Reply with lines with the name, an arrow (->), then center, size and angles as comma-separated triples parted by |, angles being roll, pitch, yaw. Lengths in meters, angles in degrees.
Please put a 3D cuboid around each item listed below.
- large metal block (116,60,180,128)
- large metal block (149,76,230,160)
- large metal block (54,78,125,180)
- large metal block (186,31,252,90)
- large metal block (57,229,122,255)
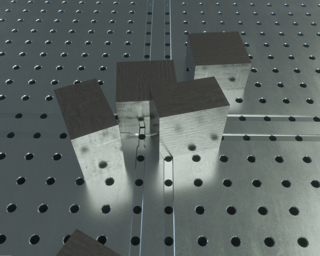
large metal block -> -0.018, -0.049, 0.432 | 0.081, 0.050, 0.080 | -3, 50, -3
large metal block -> 0.032, -0.011, 0.382 | 0.081, 0.080, 0.050 | -11, 51, -9
large metal block -> -0.083, 0.002, 0.369 | 0.050, 0.080, 0.080 | -19, 53, -16
large metal block -> 0.087, -0.104, 0.480 | 0.081, 0.050, 0.080 | -3, 50, -3
large metal block -> -0.061, 0.149, 0.265 | 0.080, 0.050, 0.080 | 23, 54, 18
